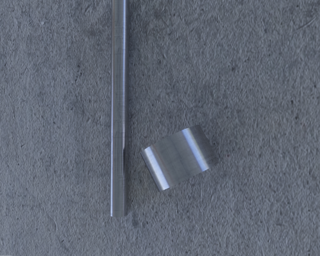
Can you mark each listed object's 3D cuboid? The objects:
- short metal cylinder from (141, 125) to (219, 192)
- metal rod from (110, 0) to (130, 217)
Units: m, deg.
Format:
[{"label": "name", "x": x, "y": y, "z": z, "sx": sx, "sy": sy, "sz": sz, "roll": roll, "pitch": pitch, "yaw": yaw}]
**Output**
[{"label": "short metal cylinder", "x": 0.023, "y": 0.036, "z": 0.371, "sx": 0.080, "sy": 0.080, "sz": 0.050, "roll": -29, "pitch": 81, "yaw": 18}, {"label": "metal rod", "x": -0.056, "y": -0.029, "z": 0.428, "sx": 0.025, "sy": 0.025, "sz": 0.298, "roll": 1, "pitch": 90, "yaw": 20}]
